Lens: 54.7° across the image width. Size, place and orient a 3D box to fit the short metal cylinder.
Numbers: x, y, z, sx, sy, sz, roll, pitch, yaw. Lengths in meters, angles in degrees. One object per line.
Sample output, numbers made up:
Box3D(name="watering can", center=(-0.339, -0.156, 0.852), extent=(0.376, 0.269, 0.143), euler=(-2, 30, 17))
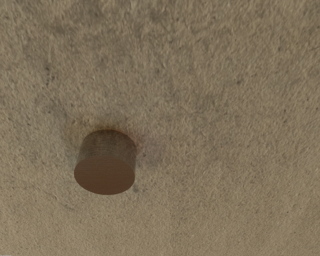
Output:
Box3D(name="short metal cylinder", center=(-0.074, 0.049, 0.431), extent=(0.081, 0.050, 0.079), euler=(0, 130, 0))
